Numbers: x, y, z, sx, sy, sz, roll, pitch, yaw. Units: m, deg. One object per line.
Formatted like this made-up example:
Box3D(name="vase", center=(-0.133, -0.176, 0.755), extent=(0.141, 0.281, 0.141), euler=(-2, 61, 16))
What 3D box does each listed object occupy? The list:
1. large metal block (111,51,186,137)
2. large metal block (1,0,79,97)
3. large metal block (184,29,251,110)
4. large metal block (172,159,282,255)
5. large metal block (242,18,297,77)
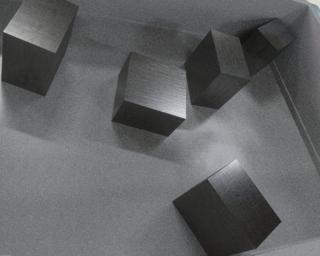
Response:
Box3D(name="large metal block", center=(-0.013, -0.044, 0.409), extent=(0.081, 0.050, 0.080), euler=(16, 55, -19))
Box3D(name="large metal block", center=(-0.138, -0.097, 0.355), extent=(0.050, 0.080, 0.080), euler=(21, 54, -16))
Box3D(name="large metal block", center=(0.083, -0.086, 0.467), extent=(0.050, 0.080, 0.080), euler=(8, 58, -24))
Box3D(name="large metal block", center=(0.072, 0.094, 0.351), extent=(0.050, 0.080, 0.080), euler=(-26, 76, -37))
Box3D(name="large metal block", center=(0.183, -0.142, 0.555), extent=(0.081, 0.080, 0.050), euler=(-34, 81, -38))
